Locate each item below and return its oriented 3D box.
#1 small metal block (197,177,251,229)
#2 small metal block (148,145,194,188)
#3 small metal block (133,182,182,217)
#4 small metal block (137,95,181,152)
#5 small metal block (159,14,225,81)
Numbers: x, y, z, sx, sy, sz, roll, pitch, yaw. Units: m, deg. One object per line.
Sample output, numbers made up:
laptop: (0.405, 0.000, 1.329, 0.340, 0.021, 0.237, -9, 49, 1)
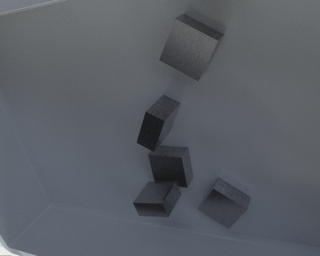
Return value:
small metal block: (0.088, 0.104, 0.427, 0.050, 0.025, 0.050, 32, 129, 7)
small metal block: (0.016, 0.053, 0.433, 0.050, 0.025, 0.050, 3, 120, 27)
small metal block: (-0.003, 0.105, 0.459, 0.050, 0.050, 0.025, -7, 115, 31)
small metal block: (-0.001, -0.007, 0.389, 0.025, 0.050, 0.050, 27, 128, 11)
small metal block: (0.034, -0.087, 0.337, 0.050, 0.025, 0.050, 30, 128, 8)
